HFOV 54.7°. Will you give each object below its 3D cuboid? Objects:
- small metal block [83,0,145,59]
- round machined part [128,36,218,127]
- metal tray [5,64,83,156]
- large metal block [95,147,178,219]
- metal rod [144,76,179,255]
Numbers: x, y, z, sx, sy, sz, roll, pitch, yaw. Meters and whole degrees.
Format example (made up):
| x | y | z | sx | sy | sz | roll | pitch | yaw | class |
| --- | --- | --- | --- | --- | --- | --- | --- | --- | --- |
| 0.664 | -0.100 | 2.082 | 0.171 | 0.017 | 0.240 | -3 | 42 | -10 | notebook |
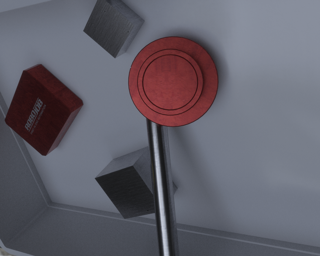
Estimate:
| x | y | z | sx | sy | sz | roll | pitch | yaw | class |
| --- | --- | --- | --- | --- | --- | --- | --- | --- | --- |
| -0.054 | -0.119 | 0.362 | 0.050 | 0.025 | 0.050 | 41 | 129 | 0 | small metal block |
| 0.013 | -0.049 | 0.334 | 0.099 | 0.042 | 0.097 | 1 | 99 | 8 | round machined part |
| -0.185 | -0.024 | 0.486 | 0.090 | 0.030 | 0.129 | 42 | 129 | -1 | metal tray |
| -0.035 | 0.082 | 0.460 | 0.080 | 0.050 | 0.080 | -22 | 107 | 36 | large metal block |
| 0.005 | 0.087 | 0.378 | 0.025 | 0.025 | 0.298 | -5 | 91 | 30 | metal rod |
